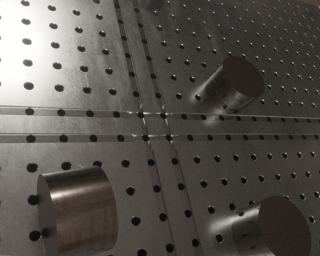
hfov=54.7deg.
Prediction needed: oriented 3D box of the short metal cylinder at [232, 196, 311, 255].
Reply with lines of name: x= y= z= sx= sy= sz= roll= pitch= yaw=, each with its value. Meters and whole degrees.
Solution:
short metal cylinder: x=0.140 y=0.131 z=0.389 sx=0.081 sy=0.050 sz=0.080 roll=14 pitch=56 yaw=-21

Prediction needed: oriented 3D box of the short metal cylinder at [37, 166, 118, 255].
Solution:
short metal cylinder: x=-0.078 y=0.078 z=0.284 sx=0.050 sy=0.080 sz=0.080 roll=-6 pitch=65 yaw=-31

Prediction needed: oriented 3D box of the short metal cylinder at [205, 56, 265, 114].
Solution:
short metal cylinder: x=0.121 y=-0.069 z=0.502 sx=0.081 sy=0.050 sz=0.080 roll=14 pitch=56 yaw=-21
